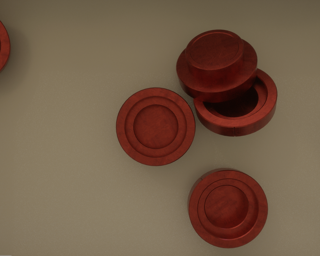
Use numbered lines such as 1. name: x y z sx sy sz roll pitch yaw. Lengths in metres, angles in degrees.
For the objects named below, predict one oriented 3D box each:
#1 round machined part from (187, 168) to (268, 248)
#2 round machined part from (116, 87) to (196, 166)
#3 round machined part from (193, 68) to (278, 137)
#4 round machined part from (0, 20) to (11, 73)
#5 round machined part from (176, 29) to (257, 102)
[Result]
1. round machined part: 0.085 0.100 0.403 0.099 0.042 0.097 0 90 0
2. round machined part: -0.005 -0.002 0.403 0.099 0.042 0.097 0 90 0
3. round machined part: 0.093 -0.030 0.388 0.098 0.042 0.098 -7 55 11
4. round machined part: -0.242 -0.104 0.389 0.099 0.042 0.097 -2 95 -24
5. round machined part: 0.068 -0.082 0.379 0.098 0.042 0.098 -7 55 11
